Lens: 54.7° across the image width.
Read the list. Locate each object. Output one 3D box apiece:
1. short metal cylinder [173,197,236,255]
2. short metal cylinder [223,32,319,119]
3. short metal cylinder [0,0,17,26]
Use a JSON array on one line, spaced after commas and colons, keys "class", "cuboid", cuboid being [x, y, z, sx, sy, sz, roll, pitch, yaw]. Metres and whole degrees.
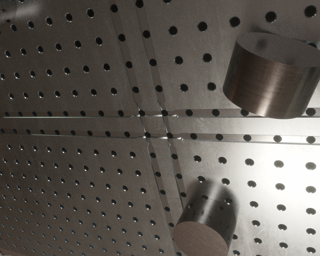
[{"class": "short metal cylinder", "cuboid": [0.066, 0.149, 0.452, 0.080, 0.050, 0.079, 13, 124, 20]}, {"class": "short metal cylinder", "cuboid": [0.104, -0.051, 0.289, 0.080, 0.080, 0.050, 20, 126, 16]}, {"class": "short metal cylinder", "cuboid": [-0.242, -0.173, 0.413, 0.080, 0.050, 0.079, 13, 124, 20]}]
